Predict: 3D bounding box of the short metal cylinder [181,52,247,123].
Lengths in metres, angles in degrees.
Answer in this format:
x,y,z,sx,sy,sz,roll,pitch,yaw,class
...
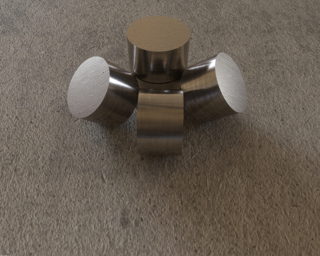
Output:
x,y,z,sx,sy,sz,roll,pitch,yaw,class
0.072,-0.052,0.406,0.050,0.080,0.080,-18,39,37,short metal cylinder

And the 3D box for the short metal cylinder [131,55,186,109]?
x,y,z,sx,sy,sz,roll,pitch,yaw,class
0.000,-0.059,0.438,0.081,0.050,0.080,0,50,0,short metal cylinder

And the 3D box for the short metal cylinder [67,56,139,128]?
x,y,z,sx,sy,sz,roll,pitch,yaw,class
-0.074,-0.045,0.399,0.080,0.050,0.080,-13,68,36,short metal cylinder

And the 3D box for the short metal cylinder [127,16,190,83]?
x,y,z,sx,sy,sz,roll,pitch,yaw,class
-0.002,-0.105,0.411,0.081,0.050,0.080,0,50,0,short metal cylinder

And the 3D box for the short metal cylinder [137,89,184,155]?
x,y,z,sx,sy,sz,roll,pitch,yaw,class
0.001,-0.007,0.374,0.050,0.080,0.080,1,50,1,short metal cylinder
